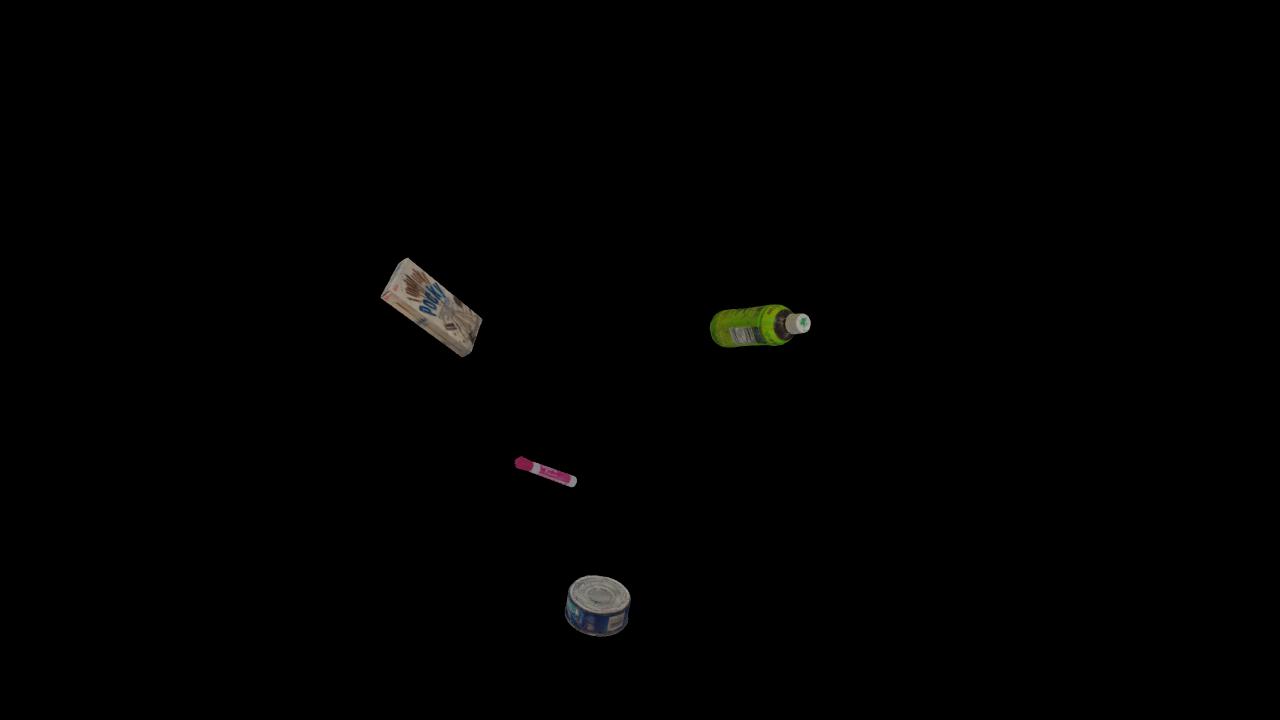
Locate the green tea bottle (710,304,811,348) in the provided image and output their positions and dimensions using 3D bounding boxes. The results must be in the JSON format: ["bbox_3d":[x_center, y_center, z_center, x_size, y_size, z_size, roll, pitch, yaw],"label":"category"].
[{"bbox_3d":[0.202,-0.056,1.032,0.073,0.073,0.212,0,2,-28],"label":"green tea bottle"}]

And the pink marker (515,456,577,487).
[{"bbox_3d":[-0.149,0.178,0.975,0.020,0.020,0.121,0,-23,45],"label":"pink marker"}]

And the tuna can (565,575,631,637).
[{"bbox_3d":[-0.054,0.318,0.802,0.084,0.034,0.084,9,14,-2],"label":"tuna can"}]

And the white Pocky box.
[{"bbox_3d":[-0.316,-0.079,0.946,0.028,0.084,0.154,-28,-53,27],"label":"white Pocky box"}]
